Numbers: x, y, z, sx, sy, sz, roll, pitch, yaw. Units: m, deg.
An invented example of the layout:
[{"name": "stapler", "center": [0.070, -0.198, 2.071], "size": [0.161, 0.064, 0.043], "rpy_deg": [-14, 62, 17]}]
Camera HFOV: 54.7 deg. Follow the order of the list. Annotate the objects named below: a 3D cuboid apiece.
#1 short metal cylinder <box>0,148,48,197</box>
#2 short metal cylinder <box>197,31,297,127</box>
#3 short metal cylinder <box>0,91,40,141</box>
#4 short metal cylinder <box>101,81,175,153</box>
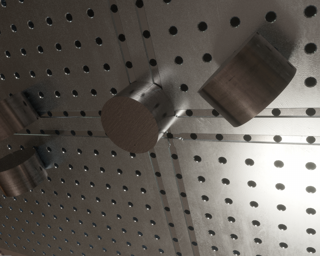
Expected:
[{"name": "short metal cylinder", "center": [-0.250, 0.077, 0.552], "size": [0.080, 0.080, 0.050], "rpy_deg": [-4, 116, 30]}, {"name": "short metal cylinder", "center": [0.083, -0.047, 0.303], "size": [0.050, 0.080, 0.080], "rpy_deg": [43, 129, -2]}, {"name": "short metal cylinder", "center": [-0.240, -0.017, 0.489], "size": [0.080, 0.080, 0.050], "rpy_deg": [-18, 109, 34]}, {"name": "short metal cylinder", "center": [-0.028, -0.014, 0.400], "size": [0.080, 0.050, 0.079], "rpy_deg": [13, 124, 20]}]
